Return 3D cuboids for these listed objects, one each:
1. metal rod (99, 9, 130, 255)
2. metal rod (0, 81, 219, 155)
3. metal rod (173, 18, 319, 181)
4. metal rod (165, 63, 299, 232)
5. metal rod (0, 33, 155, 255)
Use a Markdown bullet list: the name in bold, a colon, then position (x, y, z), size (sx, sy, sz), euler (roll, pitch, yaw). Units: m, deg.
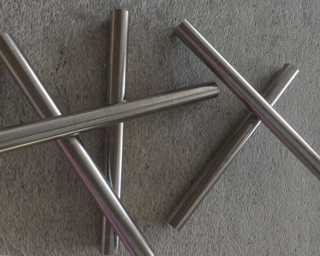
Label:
- **metal rod**: position (-0.057, 0.004, 0.387), size (0.025, 0.025, 0.298), euler (3, 89, -20)
- **metal rod**: position (-0.051, -0.017, 0.360), size (0.302, 0.025, 0.025), euler (-16, 96, -30)
- **metal rod**: position (0.134, -0.035, 0.434), size (0.300, 0.025, 0.025), euler (44, 76, -6)
- **metal rod**: position (0.110, 0.020, 0.449), size (0.025, 0.025, 0.300), euler (44, 76, -15)
- **metal rod**: position (-0.096, 0.028, 0.355), size (0.025, 0.025, 0.299), euler (-34, 94, -17)
